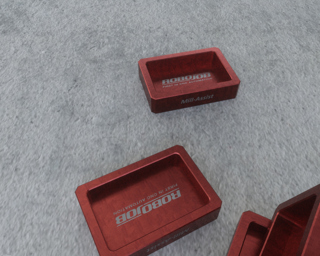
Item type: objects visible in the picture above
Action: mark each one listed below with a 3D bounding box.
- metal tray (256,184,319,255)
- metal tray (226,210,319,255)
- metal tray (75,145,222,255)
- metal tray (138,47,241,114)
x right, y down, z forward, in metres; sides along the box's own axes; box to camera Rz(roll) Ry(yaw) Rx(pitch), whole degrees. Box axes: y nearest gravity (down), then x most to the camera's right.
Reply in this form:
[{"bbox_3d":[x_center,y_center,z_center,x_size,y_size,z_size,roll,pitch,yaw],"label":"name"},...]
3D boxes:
[{"bbox_3d":[0.099,0.112,0.235,0.030,0.090,0.130,30,65,9],"label":"metal tray"},{"bbox_3d":[0.096,0.150,0.274,0.090,0.030,0.130,22,53,17],"label":"metal tray"},{"bbox_3d":[-0.013,0.080,0.332,0.131,0.030,0.090,-22,54,-18],"label":"metal tray"},{"bbox_3d":[0.041,-0.074,0.462,0.131,0.030,0.090,-12,51,-10],"label":"metal tray"}]
